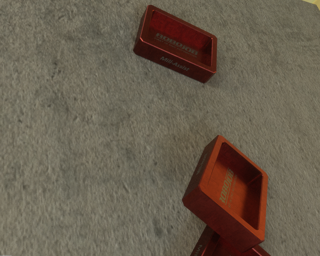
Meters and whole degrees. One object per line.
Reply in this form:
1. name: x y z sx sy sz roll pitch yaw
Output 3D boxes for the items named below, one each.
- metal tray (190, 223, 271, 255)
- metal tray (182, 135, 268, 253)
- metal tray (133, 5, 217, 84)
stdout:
1. metal tray: 0.068 0.174 0.332 0.090 0.030 0.131 41 51 0
2. metal tray: 0.086 0.072 0.378 0.090 0.030 0.131 40 32 -1
3. metal tray: 0.029 -0.135 0.500 0.131 0.030 0.090 20 54 -17
